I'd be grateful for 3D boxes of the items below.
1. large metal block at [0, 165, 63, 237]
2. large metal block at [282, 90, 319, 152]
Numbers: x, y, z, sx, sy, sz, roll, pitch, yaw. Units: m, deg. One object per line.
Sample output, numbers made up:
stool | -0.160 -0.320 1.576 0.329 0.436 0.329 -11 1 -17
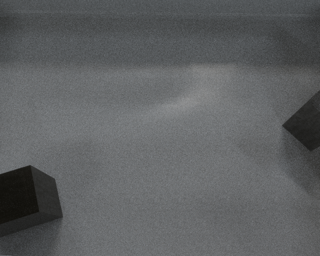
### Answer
large metal block | -0.166 0.086 0.348 0.080 0.080 0.050 -17 71 -6
large metal block | 0.214 -0.024 0.391 0.080 0.080 0.050 -40 75 -13
